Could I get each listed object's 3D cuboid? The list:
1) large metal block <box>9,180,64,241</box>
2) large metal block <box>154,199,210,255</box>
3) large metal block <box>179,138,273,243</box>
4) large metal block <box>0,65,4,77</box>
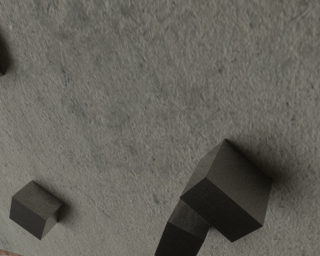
[{"bbox_3d":[-0.248,0.165,0.620,0.080,0.050,0.079,33,129,6],"label":"large metal block"},{"bbox_3d":[0.039,0.138,0.435,0.050,0.080,0.079,25,127,12],"label":"large metal block"},{"bbox_3d":[0.082,0.073,0.372,0.080,0.080,0.050,41,129,0],"label":"large metal block"},{"bbox_3d":[-0.303,-0.112,0.478,0.080,0.050,0.079,6,121,25],"label":"large metal block"}]
